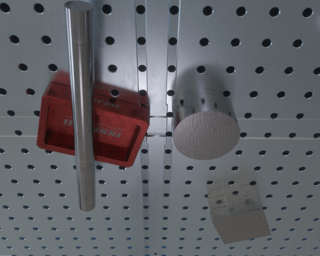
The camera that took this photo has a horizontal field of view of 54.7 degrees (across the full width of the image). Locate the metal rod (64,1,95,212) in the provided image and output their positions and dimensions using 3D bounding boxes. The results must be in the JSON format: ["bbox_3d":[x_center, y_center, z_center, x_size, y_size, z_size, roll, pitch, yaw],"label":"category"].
[{"bbox_3d":[-0.091,0.003,0.372,0.025,0.025,0.298,5,130,-5],"label":"metal rod"}]

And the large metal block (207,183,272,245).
[{"bbox_3d":[0.133,0.146,0.520,0.080,0.050,0.080,-18,128,14],"label":"large metal block"}]

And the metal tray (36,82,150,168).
[{"bbox_3d":[-0.088,0.000,0.407,0.131,0.030,0.089,14,129,-12],"label":"metal tray"}]

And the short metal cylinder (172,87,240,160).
[{"bbox_3d":[0.056,-0.005,0.391,0.081,0.050,0.079,0,130,0],"label":"short metal cylinder"}]
